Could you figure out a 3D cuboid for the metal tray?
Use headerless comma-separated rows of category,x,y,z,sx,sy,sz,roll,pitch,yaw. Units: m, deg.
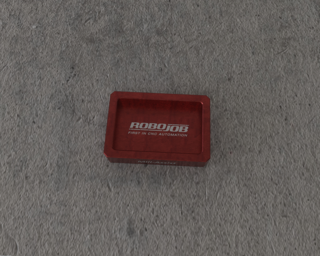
metal tray,-0.002,0.001,0.405,0.131,0.030,0.090,3,70,1
